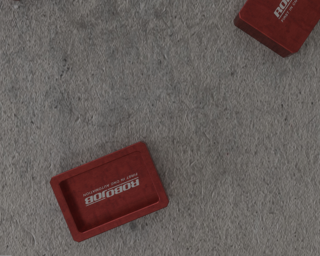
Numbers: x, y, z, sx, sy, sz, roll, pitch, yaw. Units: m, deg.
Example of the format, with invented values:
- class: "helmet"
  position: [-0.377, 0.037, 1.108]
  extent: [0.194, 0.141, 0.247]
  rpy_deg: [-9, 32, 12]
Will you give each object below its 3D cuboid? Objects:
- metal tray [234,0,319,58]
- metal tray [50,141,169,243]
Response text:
- class: "metal tray"
  position: [0.172, -0.171, 0.409]
  extent: [0.090, 0.030, 0.130]
  rpy_deg: [34, 90, 0]
- class: "metal tray"
  position: [-0.064, 0.081, 0.406]
  extent: [0.131, 0.030, 0.090]
  rpy_deg: [-22, 90, 0]
